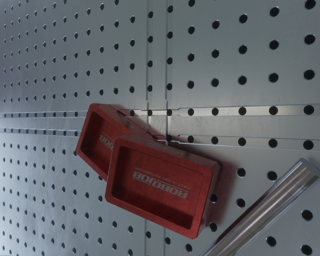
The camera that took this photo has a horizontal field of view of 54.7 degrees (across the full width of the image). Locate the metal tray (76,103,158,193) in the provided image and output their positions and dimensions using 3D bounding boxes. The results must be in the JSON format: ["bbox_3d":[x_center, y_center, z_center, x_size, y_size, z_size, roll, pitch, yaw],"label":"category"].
[{"bbox_3d":[-0.068,0.029,0.462,0.130,0.030,0.089,34,111,34],"label":"metal tray"}]

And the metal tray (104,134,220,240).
[{"bbox_3d":[-0.001,0.068,0.382,0.130,0.030,0.089,17,104,23],"label":"metal tray"}]

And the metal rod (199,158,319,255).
[{"bbox_3d":[0.064,0.146,0.356,0.025,0.025,0.298,50,119,28],"label":"metal rod"}]
